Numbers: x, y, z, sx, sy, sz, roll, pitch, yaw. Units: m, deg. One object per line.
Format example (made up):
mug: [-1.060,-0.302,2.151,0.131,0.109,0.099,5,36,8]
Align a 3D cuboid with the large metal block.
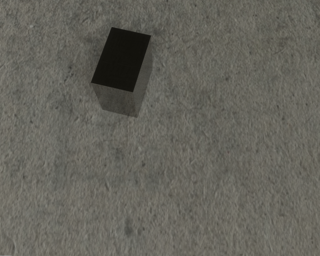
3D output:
large metal block: [-0.045,-0.069,0.404,0.050,0.080,0.080,14,71,4]
